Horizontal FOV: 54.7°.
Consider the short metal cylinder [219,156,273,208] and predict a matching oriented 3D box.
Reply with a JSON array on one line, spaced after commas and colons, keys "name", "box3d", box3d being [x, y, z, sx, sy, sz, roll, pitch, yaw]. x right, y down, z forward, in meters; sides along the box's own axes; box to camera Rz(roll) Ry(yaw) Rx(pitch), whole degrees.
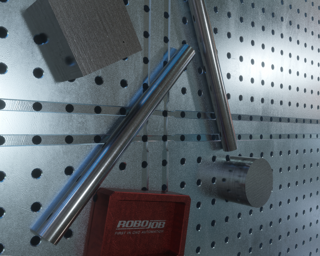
[{"name": "short metal cylinder", "box3d": [0.145, 0.088, 0.518, 0.081, 0.050, 0.079, 0, 90, -40]}]

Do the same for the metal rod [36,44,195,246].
[{"name": "metal rod", "box3d": [-0.038, 0.001, 0.378, 0.025, 0.025, 0.301, 50, 60, -29]}]

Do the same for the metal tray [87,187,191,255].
[{"name": "metal tray", "box3d": [-0.021, 0.125, 0.390, 0.131, 0.030, 0.090, 14, 81, -39]}]

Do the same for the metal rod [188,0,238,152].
[{"name": "metal rod", "box3d": [0.077, -0.106, 0.475, 0.025, 0.025, 0.298, -26, 106, -37]}]

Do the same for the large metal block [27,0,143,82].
[{"name": "large metal block", "box3d": [-0.077, -0.104, 0.329, 0.081, 0.050, 0.080, -35, 112, -35]}]
